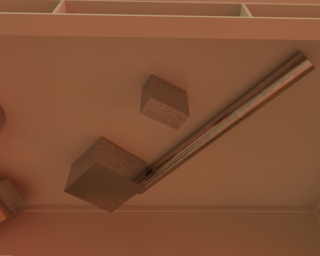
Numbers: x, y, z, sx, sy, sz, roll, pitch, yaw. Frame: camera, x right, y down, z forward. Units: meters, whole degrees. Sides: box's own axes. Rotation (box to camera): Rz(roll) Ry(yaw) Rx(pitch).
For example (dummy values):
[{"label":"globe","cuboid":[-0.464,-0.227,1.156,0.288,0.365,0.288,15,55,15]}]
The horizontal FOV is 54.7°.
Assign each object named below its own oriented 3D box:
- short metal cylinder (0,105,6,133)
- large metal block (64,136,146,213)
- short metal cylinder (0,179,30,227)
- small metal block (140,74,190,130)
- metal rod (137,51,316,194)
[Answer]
[{"label":"short metal cylinder","cuboid":[-0.243,-0.005,0.385,0.081,0.050,0.079,0,130,0]},{"label":"large metal block","cuboid":[-0.078,0.070,0.451,0.080,0.050,0.080,34,122,-26]},{"label":"short metal cylinder","cuboid":[-0.246,0.120,0.462,0.080,0.080,0.050,-38,87,27]},{"label":"small metal block","cuboid":[0.006,-0.031,0.366,0.050,0.050,0.025,24,126,-20]},{"label":"metal rod","cuboid":[0.066,0.009,0.417,0.025,0.025,0.299,35,122,-26]}]
